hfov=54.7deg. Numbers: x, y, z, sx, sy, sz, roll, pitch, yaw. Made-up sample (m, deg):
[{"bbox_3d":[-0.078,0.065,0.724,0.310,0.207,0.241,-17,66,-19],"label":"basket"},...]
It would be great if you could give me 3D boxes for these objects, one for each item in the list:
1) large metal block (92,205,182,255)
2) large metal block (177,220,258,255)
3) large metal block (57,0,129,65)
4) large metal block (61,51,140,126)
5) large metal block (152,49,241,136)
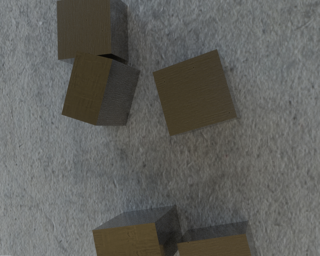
[{"bbox_3d":[-0.024,0.136,0.387,0.080,0.080,0.050,-13,86,19],"label":"large metal block"},{"bbox_3d":[0.074,0.163,0.369,0.080,0.050,0.080,-15,85,19],"label":"large metal block"},{"bbox_3d":[-0.092,-0.133,0.427,0.080,0.050,0.079,-2,89,19],"label":"large metal block"},{"bbox_3d":[-0.074,-0.048,0.405,0.050,0.080,0.079,17,96,19],"label":"large metal block"},{"bbox_3d":[0.046,-0.039,0.379,0.080,0.050,0.080,-17,85,19],"label":"large metal block"}]
